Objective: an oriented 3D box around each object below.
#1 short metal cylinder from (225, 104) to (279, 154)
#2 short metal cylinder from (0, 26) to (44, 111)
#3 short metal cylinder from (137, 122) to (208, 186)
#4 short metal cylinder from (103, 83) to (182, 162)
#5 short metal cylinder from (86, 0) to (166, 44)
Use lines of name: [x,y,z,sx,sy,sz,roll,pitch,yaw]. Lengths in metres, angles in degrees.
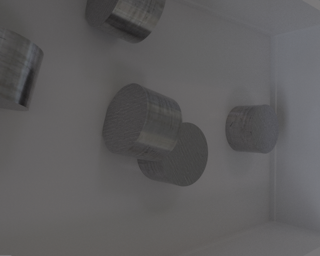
short metal cylinder: [0.155,0.002,0.520,0.081,0.050,0.080,0,90,-40]
short metal cylinder: [-0.142,-0.049,0.251,0.080,0.080,0.050,18,79,-39]
short metal cylinder: [0.017,0.033,0.404,0.081,0.050,0.080,0,90,-40]
short metal cylinder: [-0.021,-0.005,0.353,0.050,0.080,0.080,19,78,-39]
short metal cylinder: [-0.038,-0.140,0.338,0.050,0.080,0.080,13,82,-39]
